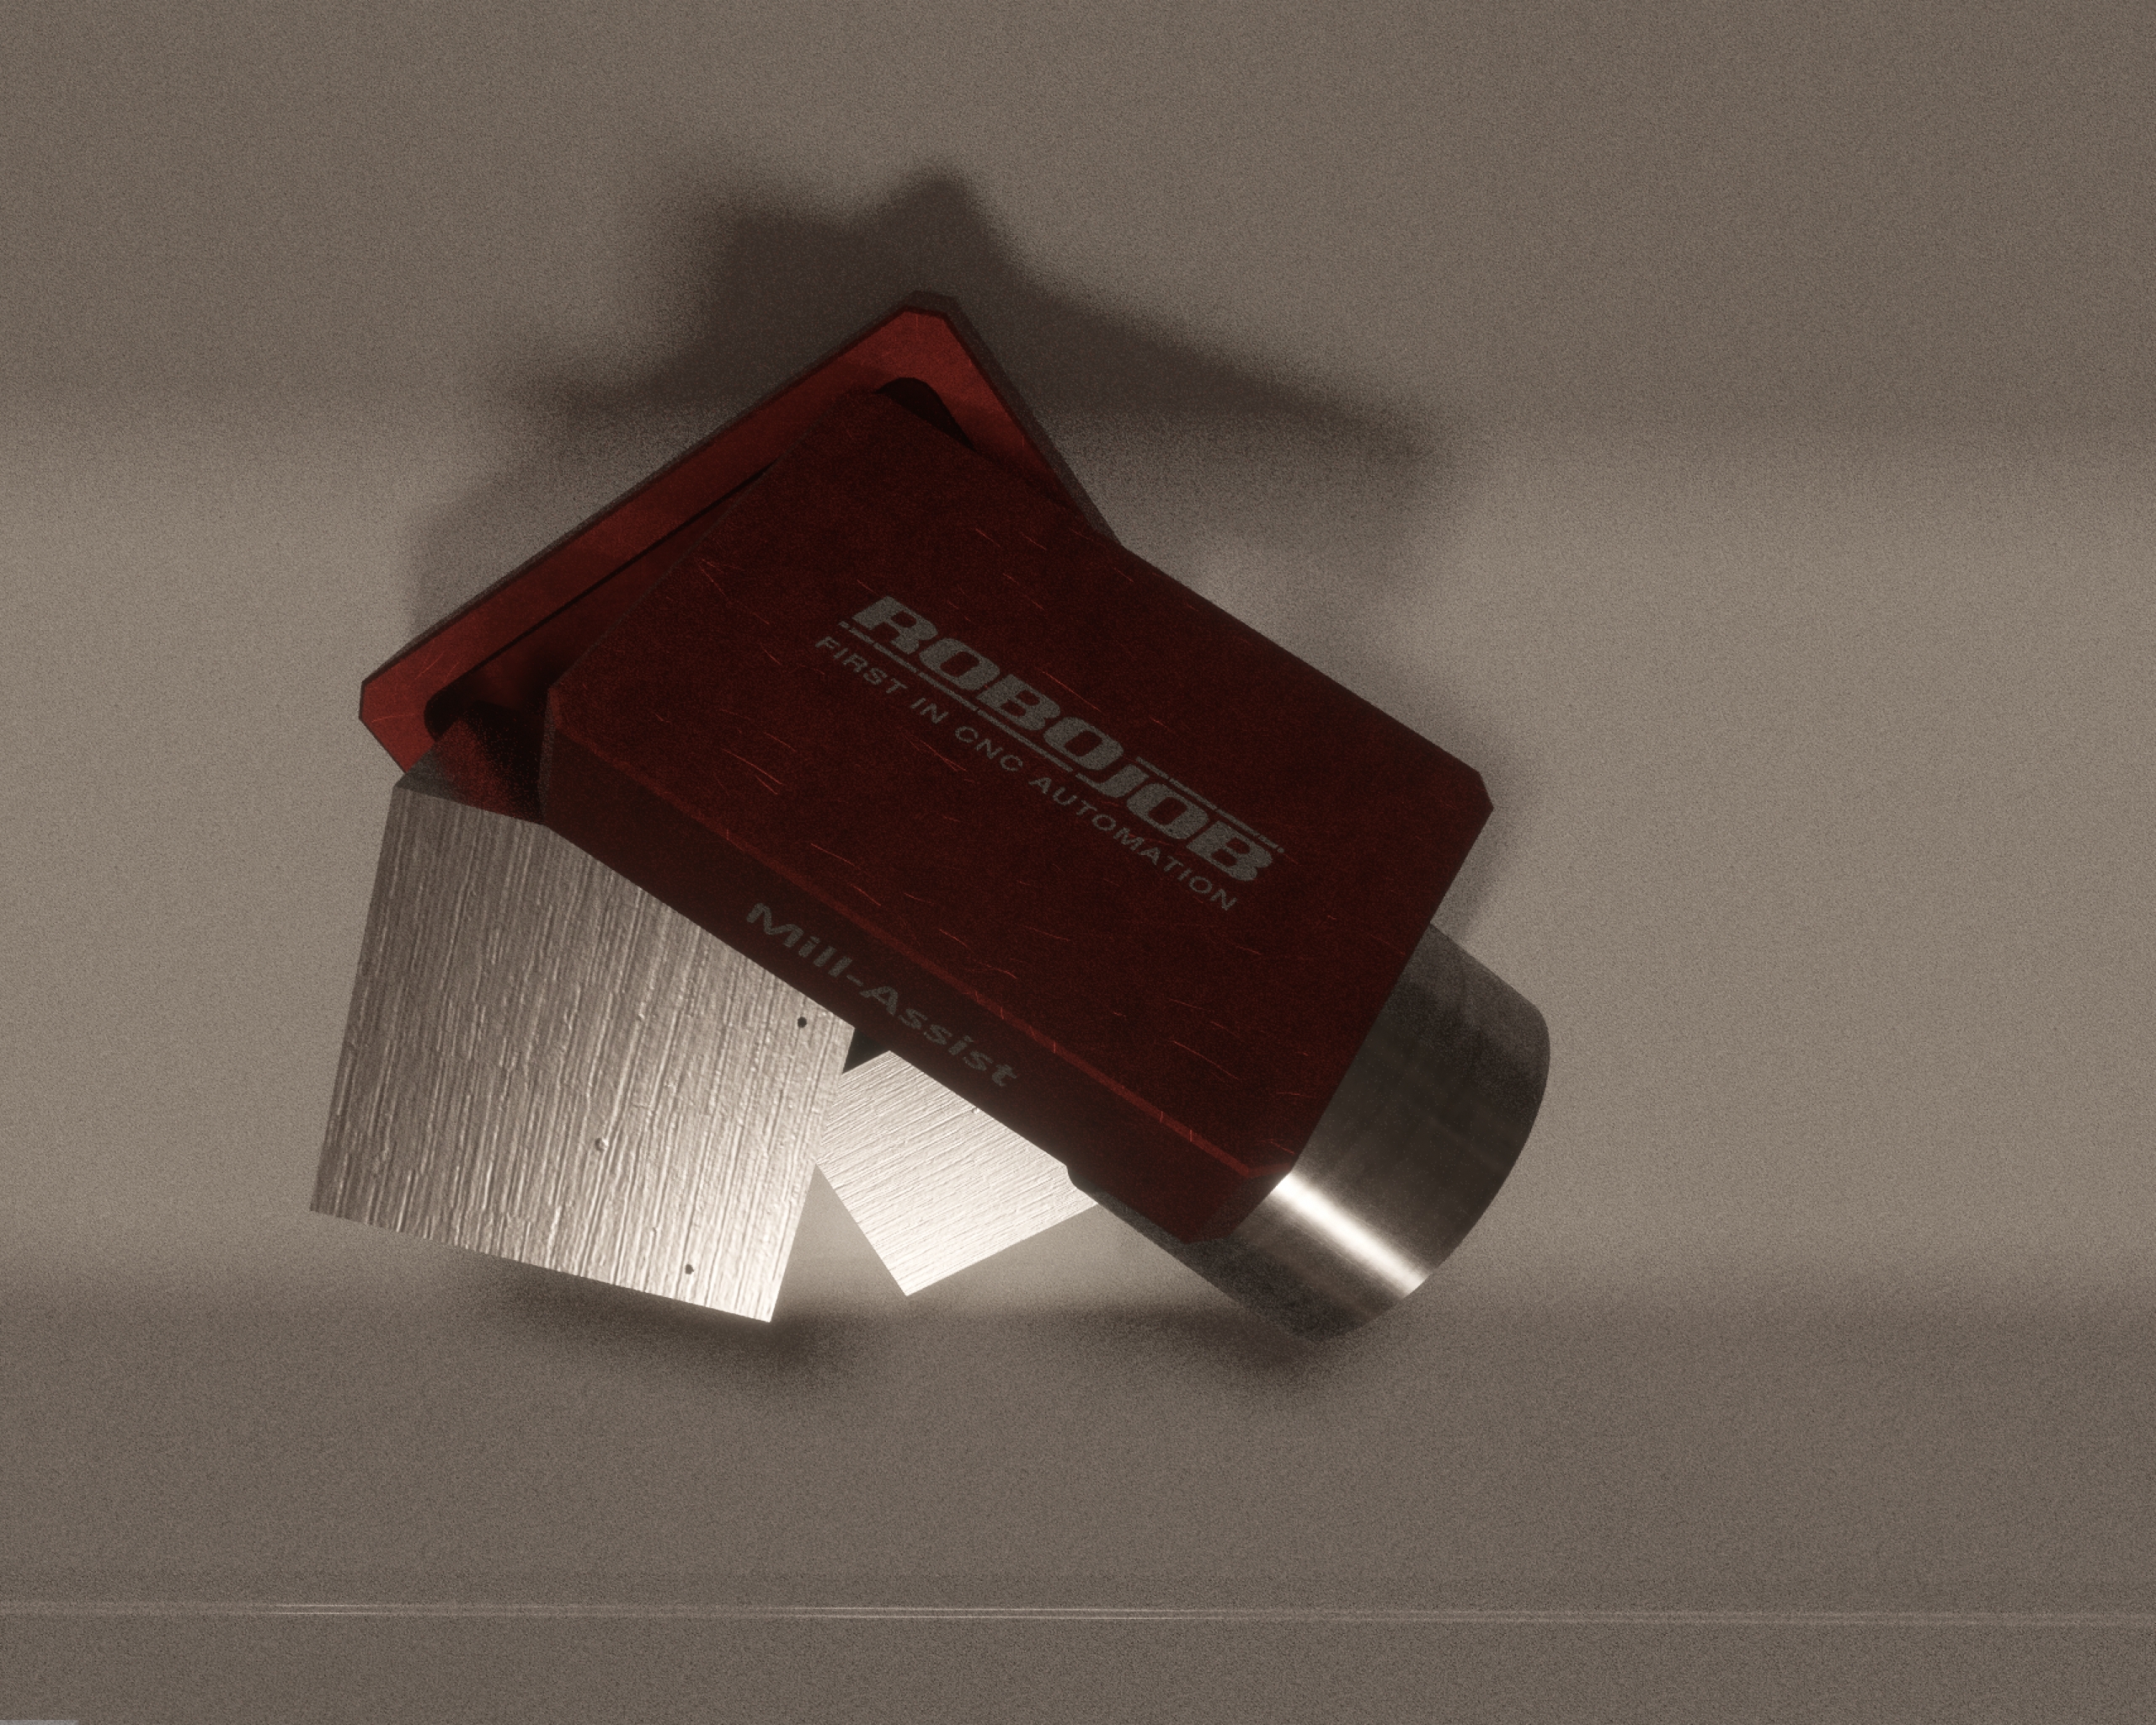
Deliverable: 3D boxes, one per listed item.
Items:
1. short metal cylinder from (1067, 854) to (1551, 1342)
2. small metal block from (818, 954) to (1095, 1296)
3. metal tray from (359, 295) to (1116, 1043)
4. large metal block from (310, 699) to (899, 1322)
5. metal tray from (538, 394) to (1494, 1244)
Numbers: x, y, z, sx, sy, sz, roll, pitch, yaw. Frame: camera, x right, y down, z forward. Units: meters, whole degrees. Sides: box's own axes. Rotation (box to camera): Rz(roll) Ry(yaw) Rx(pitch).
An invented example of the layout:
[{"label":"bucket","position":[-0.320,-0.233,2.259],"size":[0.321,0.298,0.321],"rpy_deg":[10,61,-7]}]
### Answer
[{"label":"short metal cylinder","position":[0.043,0.043,0.398],"size":[0.050,0.080,0.080],"rpy_deg":[38,106,-13]},{"label":"small metal block","position":[-0.025,0.053,0.429],"size":[0.050,0.025,0.050],"rpy_deg":[-27,108,9]},{"label":"metal tray","position":[-0.054,-0.034,0.393],"size":[0.130,0.030,0.090],"rpy_deg":[-32,107,10]},{"label":"large metal block","position":[-0.081,0.025,0.370],"size":[0.080,0.050,0.079],"rpy_deg":[15,109,-6]},{"label":"metal tray","position":[-0.008,-0.011,0.340],"size":[0.130,0.090,0.030],"rpy_deg":[33,145,3]}]
